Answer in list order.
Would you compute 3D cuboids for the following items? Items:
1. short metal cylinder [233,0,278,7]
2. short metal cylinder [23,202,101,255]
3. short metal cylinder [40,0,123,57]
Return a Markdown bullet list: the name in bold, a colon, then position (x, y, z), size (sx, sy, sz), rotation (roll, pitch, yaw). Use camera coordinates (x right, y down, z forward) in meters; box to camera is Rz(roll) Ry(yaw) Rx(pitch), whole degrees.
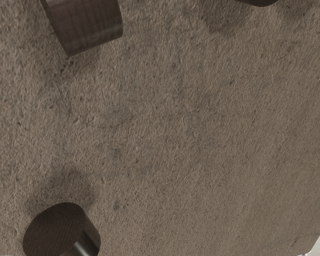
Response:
- **short metal cylinder**: position (0.103, -0.179, 0.338), size (0.081, 0.050, 0.079), rotation (-14, 125, -21)
- **short metal cylinder**: position (-0.123, 0.143, 0.393), size (0.080, 0.080, 0.050), rotation (-27, 128, -12)
- **short metal cylinder**: position (-0.072, -0.108, 0.266), size (0.050, 0.080, 0.080), rotation (-26, 128, -13)
